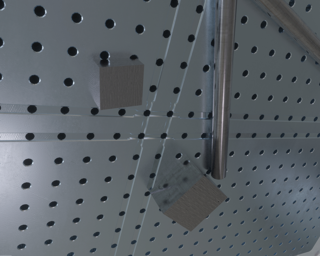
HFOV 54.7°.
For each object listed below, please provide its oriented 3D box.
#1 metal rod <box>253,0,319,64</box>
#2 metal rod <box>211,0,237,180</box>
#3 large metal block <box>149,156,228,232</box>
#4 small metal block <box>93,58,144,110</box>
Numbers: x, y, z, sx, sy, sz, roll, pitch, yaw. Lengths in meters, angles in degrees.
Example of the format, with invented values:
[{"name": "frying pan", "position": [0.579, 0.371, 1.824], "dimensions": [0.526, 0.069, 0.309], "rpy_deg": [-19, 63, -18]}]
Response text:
[{"name": "metal rod", "position": [0.212, -0.129, 0.447], "dimensions": [0.302, 0.025, 0.025], "rpy_deg": [22, 107, -36]}, {"name": "metal rod", "position": [0.086, -0.047, 0.429], "dimensions": [0.025, 0.025, 0.298], "rpy_deg": [-18, 126, -18]}, {"name": "large metal block", "position": [0.045, 0.104, 0.485], "dimensions": [0.080, 0.050, 0.080], "rpy_deg": [-44, 130, 2]}, {"name": "small metal block", "position": [-0.047, -0.051, 0.354], "dimensions": [0.050, 0.025, 0.050], "rpy_deg": [-9, 123, -24]}]
